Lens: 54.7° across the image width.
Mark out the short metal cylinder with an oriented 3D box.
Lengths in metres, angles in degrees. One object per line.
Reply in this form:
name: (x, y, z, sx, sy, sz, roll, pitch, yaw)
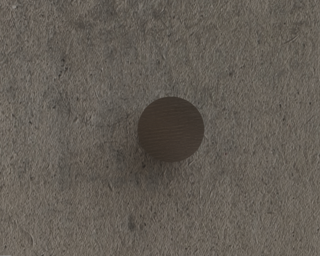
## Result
short metal cylinder: (0.013, 0.002, 0.399, 0.081, 0.050, 0.079, 0, 90, -1)
